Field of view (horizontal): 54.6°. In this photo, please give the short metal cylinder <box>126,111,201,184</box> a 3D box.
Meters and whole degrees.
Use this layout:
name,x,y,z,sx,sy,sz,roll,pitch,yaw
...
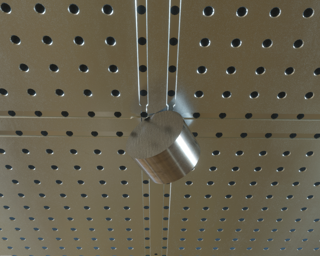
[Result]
name,x,y,z,sx,sy,sz,roll,pitch,yaw
short metal cylinder,0.004,0.024,0.394,0.080,0.080,0.050,-22,126,18
